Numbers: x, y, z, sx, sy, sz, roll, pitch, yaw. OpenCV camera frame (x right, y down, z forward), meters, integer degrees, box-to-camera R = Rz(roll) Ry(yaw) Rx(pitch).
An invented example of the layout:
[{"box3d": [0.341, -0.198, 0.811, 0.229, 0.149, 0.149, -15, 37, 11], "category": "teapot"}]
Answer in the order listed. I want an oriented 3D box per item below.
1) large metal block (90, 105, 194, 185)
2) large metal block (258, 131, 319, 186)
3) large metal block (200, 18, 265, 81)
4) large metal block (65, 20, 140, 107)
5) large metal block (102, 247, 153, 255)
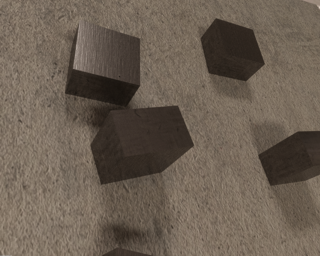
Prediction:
[{"box3d": [-0.023, 0.019, 0.346, 0.081, 0.080, 0.050, -7, 65, -32], "category": "large metal block"}, {"box3d": [0.210, 0.045, 0.457, 0.081, 0.080, 0.050, -1, 62, -29], "category": "large metal block"}, {"box3d": [0.125, -0.135, 0.540, 0.081, 0.050, 0.080, 7, 59, -25], "category": "large metal block"}, {"box3d": [-0.072, -0.081, 0.400, 0.081, 0.050, 0.080, 11, 57, -23], "category": "large metal block"}, {"box3d": [-0.017, 0.163, 0.281, 0.080, 0.050, 0.080, 21, 54, -17], "category": "large metal block"}]
